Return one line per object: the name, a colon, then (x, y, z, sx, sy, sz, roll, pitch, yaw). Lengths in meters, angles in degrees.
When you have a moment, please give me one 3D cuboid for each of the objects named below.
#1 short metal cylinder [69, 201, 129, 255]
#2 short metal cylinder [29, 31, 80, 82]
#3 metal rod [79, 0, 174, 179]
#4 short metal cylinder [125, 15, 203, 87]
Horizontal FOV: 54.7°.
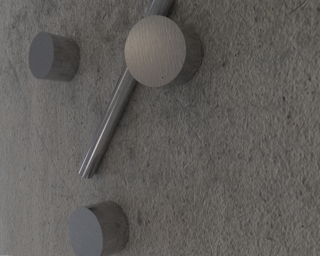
short metal cylinder: (-0.092, 0.154, 0.465, 0.080, 0.050, 0.080, 0, 90, 40)
short metal cylinder: (-0.185, -0.123, 0.542, 0.080, 0.050, 0.080, 0, 90, 40)
metal rod: (-0.056, -0.049, 0.451, 0.025, 0.025, 0.298, 41, 115, 32)
short metal cylinder: (0.005, -0.090, 0.374, 0.080, 0.050, 0.079, 5, 100, 28)
